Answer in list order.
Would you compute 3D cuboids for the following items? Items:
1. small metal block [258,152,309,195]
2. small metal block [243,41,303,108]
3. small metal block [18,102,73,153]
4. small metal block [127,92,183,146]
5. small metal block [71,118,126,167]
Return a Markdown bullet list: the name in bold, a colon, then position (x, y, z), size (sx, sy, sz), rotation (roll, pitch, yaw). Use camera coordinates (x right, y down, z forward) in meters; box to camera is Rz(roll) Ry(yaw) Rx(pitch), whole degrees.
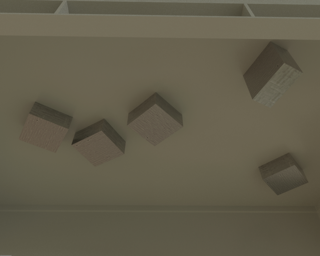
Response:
- **small metal block**: position (0.187, 0.071, 0.471), size (0.050, 0.025, 0.050), rotation (-32, 124, 24)
- **small metal block**: position (0.123, -0.059, 0.343), size (0.025, 0.050, 0.050), rotation (22, 127, -17)
- **small metal block**: position (-0.150, 0.000, 0.408), size (0.050, 0.025, 0.050), rotation (24, 126, -20)
- **small metal block**: position (-0.006, -0.010, 0.400), size (0.050, 0.025, 0.050), rotation (-36, 122, 26)
- **small metal block**: position (-0.083, 0.021, 0.426), size (0.050, 0.025, 0.050), rotation (-24, 126, 19)
